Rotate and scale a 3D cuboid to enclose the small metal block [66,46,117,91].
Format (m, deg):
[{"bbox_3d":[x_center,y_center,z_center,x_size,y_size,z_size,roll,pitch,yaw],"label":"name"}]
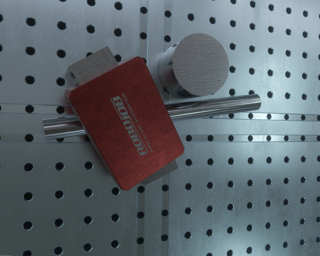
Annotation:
[{"bbox_3d":[-0.082,-0.070,0.369,0.050,0.050,0.025,-33,101,-17],"label":"small metal block"}]

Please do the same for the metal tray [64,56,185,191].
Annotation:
[{"bbox_3d":[-0.037,-0.005,0.356,0.091,0.030,0.129,-32,112,-17],"label":"metal tray"}]

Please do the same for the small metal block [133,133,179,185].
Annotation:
[{"bbox_3d":[-0.011,0.040,0.408,0.050,0.025,0.050,-25,99,-19],"label":"small metal block"}]

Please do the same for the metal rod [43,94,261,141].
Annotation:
[{"bbox_3d":[0.005,-0.019,0.415,0.303,0.025,0.025,-8,93,-20],"label":"metal rod"}]

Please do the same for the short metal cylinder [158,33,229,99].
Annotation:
[{"bbox_3d":[0.044,-0.081,0.416,0.081,0.050,0.079,0,90,-21],"label":"short metal cylinder"}]
